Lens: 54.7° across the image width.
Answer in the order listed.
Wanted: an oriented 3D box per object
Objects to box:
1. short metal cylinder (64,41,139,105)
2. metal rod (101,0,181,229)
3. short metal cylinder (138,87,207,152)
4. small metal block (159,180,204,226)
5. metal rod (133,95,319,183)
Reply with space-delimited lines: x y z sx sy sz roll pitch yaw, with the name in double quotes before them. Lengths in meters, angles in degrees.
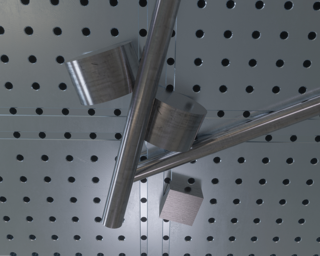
"short metal cylinder" -0.063 -0.065 0.360 0.080 0.080 0.050 -16 110 5
"metal rod" -0.019 -0.028 0.335 0.025 0.025 0.298 14 103 -5
"short metal cylinder" 0.011 -0.013 0.380 0.080 0.080 0.050 20 109 -7
"small metal block" 0.030 0.110 0.455 0.050 0.025 0.050 16 109 -6
"metal rod" 0.084 0.017 0.420 0.301 0.025 0.025 -21 109 7
